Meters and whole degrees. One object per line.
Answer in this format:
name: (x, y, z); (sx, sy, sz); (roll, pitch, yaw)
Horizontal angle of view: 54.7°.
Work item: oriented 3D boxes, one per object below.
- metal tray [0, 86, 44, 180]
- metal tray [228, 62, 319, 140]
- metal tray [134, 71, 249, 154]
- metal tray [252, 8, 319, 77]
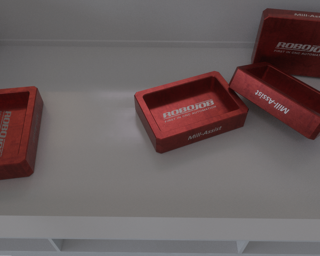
metal tray: (-0.206, 0.004, 0.396); (0.091, 0.030, 0.130); (-6, 50, -5)
metal tray: (0.170, -0.043, 0.417); (0.091, 0.030, 0.130); (-19, 49, -44)
metal tray: (0.041, -0.026, 0.423); (0.131, 0.030, 0.090); (-17, 52, -14)
metal tray: (0.213, -0.126, 0.467); (0.131, 0.089, 0.030); (7, 44, 6)
